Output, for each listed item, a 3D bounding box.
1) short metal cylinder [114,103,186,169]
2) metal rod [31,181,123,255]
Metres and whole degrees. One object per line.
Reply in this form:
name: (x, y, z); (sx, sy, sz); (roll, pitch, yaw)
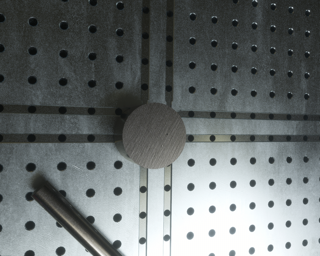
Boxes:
short metal cylinder: (-0.014, 0.009, 0.394); (0.081, 0.050, 0.080); (0, 90, -20)
metal rod: (-0.047, 0.182, 0.395); (0.025, 0.025, 0.300); (-43, 104, -15)
